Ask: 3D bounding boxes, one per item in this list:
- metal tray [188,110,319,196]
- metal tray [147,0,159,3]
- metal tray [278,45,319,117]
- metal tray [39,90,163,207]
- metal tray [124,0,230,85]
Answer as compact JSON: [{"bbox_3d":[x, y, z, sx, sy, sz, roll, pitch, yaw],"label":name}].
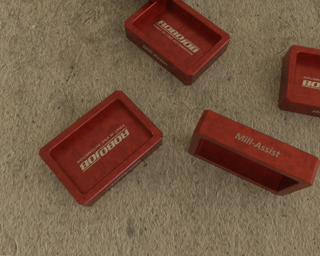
[{"bbox_3d":[0.101,0.032,0.362,0.130,0.090,0.030,25,72,8],"label":"metal tray"},{"bbox_3d":[-0.030,-0.251,0.478,0.130,0.030,0.090,32,72,27],"label":"metal tray"},{"bbox_3d":[0.237,-0.059,0.428,0.131,0.030,0.090,12,70,4],"label":"metal tray"},{"bbox_3d":[-0.072,0.024,0.395,0.130,0.030,0.090,-40,75,-14],"label":"metal tray"},{"bbox_3d":[0.024,-0.135,0.454,0.130,0.030,0.090,41,75,13],"label":"metal tray"}]
